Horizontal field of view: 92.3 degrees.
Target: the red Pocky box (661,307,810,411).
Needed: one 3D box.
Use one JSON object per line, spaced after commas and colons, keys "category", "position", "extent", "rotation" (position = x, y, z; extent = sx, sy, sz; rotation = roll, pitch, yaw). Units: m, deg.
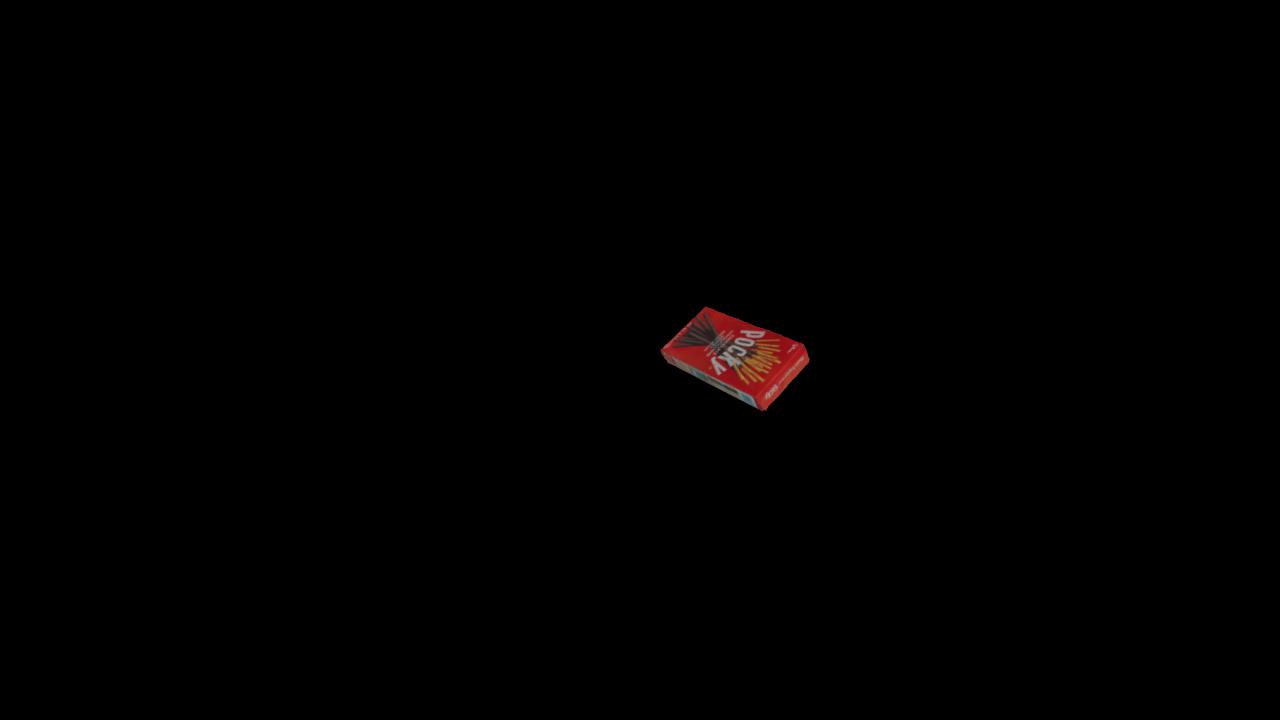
{"category": "red Pocky box", "position": [0.102, -0.007, 0.685], "extent": [0.083, 0.028, 0.155], "rotation": [-44, 41, -17]}
